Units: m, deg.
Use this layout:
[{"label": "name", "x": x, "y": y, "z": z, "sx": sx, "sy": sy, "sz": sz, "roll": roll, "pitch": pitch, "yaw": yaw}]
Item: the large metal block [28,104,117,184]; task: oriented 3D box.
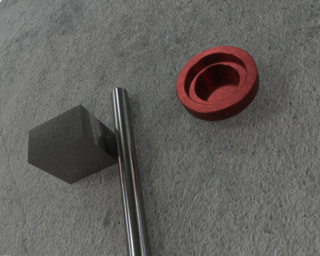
[{"label": "large metal block", "x": -0.113, "y": 0.025, "z": 0.411, "sx": 0.080, "sy": 0.080, "sz": 0.050, "roll": -25, "pitch": 53, "yaw": 12}]

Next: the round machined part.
[{"label": "round machined part", "x": 0.073, "y": -0.050, "z": 0.385, "sx": 0.098, "sy": 0.042, "sz": 0.098, "roll": -13, "pitch": 56, "yaw": 20}]

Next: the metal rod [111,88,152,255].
[{"label": "metal rod", "x": -0.036, "y": 0.068, "z": 0.379, "sx": 0.025, "sy": 0.025, "sz": 0.299, "roll": -22, "pitch": 53, "yaw": 14}]
